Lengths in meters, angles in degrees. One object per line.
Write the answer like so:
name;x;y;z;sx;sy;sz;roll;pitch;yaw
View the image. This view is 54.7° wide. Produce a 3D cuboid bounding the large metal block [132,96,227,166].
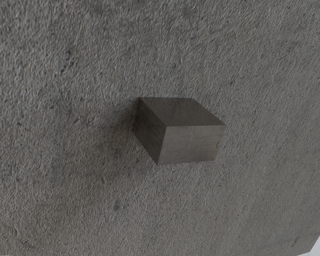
large metal block;0.021;0.000;0.386;0.081;0.080;0.050;-1;119;-28
